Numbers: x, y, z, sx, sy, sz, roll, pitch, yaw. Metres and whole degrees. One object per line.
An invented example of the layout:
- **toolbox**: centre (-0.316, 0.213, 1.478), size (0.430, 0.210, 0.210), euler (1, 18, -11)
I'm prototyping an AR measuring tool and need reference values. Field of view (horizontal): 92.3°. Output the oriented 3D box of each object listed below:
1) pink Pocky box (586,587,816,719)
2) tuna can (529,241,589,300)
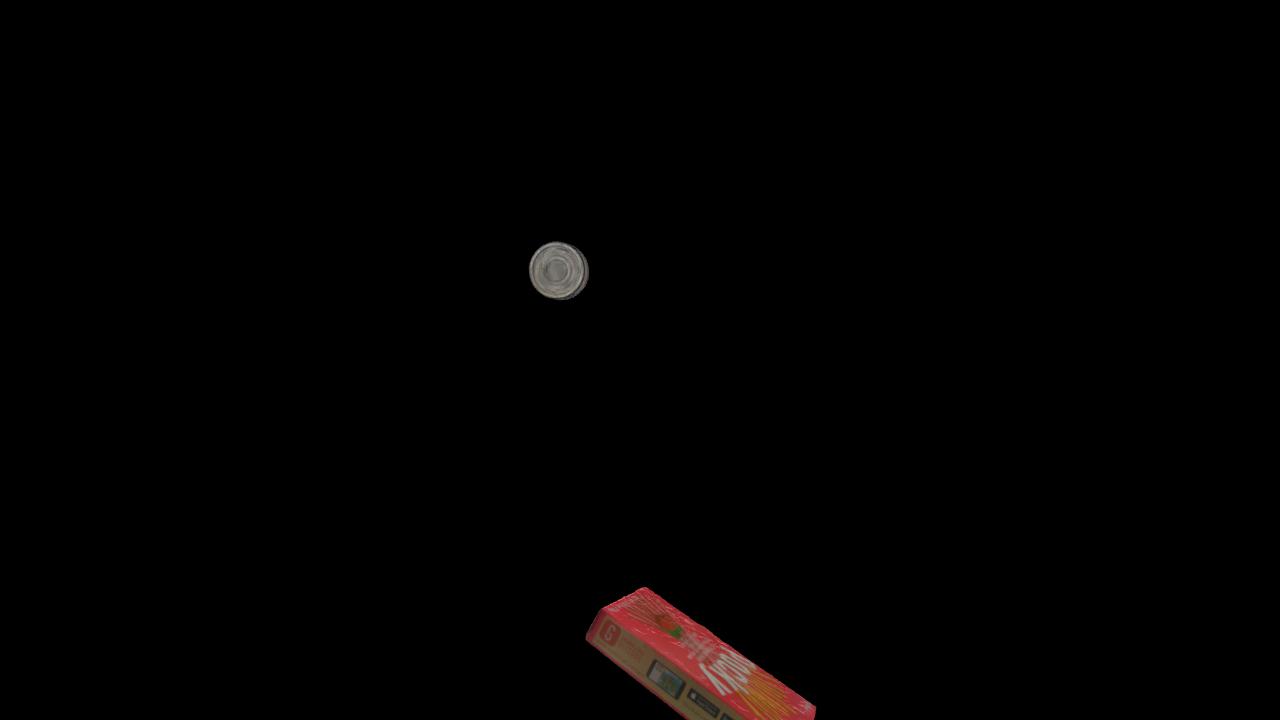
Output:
- **pink Pocky box**: centre (0.044, 0.220, 0.430), size (0.155, 0.029, 0.084), euler (28, 3, 24)
- **tuna can**: centre (-0.118, -0.130, 0.896), size (0.084, 0.084, 0.034), euler (0, 5, 6)
